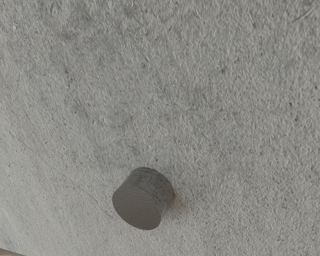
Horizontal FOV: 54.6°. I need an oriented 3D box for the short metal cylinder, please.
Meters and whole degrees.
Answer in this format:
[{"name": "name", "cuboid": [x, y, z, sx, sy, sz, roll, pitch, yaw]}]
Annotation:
[{"name": "short metal cylinder", "cuboid": [-0.025, 0.107, 0.470, 0.080, 0.050, 0.080, 13, 124, 21]}]
